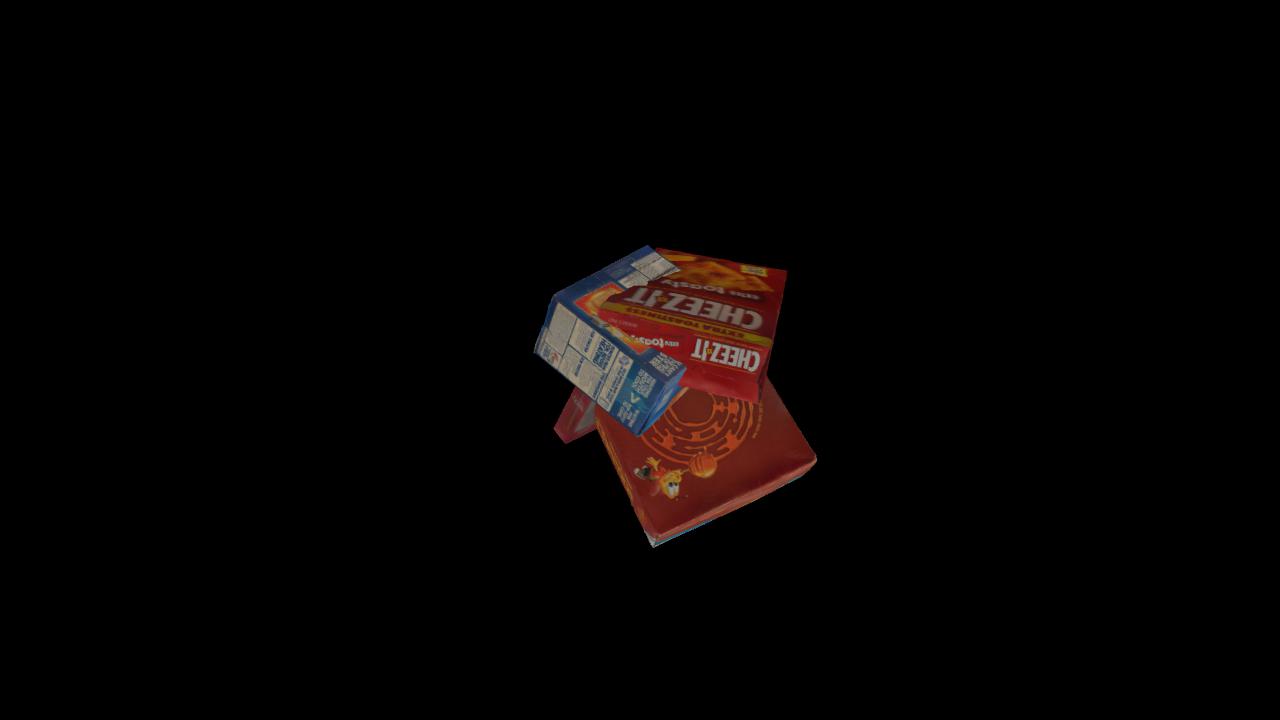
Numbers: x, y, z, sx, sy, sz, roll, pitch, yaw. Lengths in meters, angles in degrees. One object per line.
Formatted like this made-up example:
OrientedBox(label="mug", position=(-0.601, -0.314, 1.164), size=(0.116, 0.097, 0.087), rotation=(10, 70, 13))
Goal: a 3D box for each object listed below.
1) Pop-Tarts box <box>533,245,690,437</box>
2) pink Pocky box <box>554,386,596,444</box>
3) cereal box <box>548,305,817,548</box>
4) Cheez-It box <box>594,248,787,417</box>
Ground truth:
OrientedBox(label="Pop-Tarts box", position=(0.003, -0.027, 0.638), size=(0.141, 0.083, 0.167), rotation=(37, 42, 14))
OrientedBox(label="pink Pocky box", position=(-0.038, 0.029, 0.704), size=(0.084, 0.029, 0.155), rotation=(-22, -28, -44))
OrientedBox(label="cereal box", position=(0.040, 0.038, 0.733), size=(0.203, 0.306, 0.081), rotation=(-22, -21, -15))
OrientedBox(label="Cheez-It box", position=(0.063, -0.049, 0.658), size=(0.166, 0.071, 0.223), rotation=(12, 29, 12))
